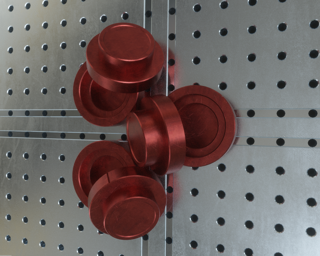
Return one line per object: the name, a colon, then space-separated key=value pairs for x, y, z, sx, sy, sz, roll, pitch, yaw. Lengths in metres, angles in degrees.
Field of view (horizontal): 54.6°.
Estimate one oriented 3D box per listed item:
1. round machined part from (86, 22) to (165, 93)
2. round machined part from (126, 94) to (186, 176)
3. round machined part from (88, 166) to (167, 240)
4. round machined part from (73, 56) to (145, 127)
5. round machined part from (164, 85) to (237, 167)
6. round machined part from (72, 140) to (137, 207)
round machined part: x=-0.042 y=-0.094 z=0.390 sx=0.099 sy=0.042 sz=0.098 roll=5 pitch=56 yaw=-8
round machined part: x=-0.011 y=0.010 z=0.376 sx=0.042 sy=0.098 sz=0.098 roll=-11 pitch=85 yaw=-22
round machined part: x=-0.038 y=0.100 z=0.387 sx=0.099 sy=0.042 sz=0.097 roll=-8 pitch=119 yaw=-14
round machined part: x=-0.066 y=-0.050 z=0.426 sx=0.098 sy=0.042 sz=0.097 roll=0 pitch=90 yaw=20
round machined part: x=0.047 y=-0.003 z=0.387 sx=0.098 sy=0.042 sz=0.097 roll=0 pitch=90 yaw=20
round machined part: x=-0.067 y=0.065 z=0.427 sx=0.098 sy=0.042 sz=0.097 roll=0 pitch=90 yaw=20
